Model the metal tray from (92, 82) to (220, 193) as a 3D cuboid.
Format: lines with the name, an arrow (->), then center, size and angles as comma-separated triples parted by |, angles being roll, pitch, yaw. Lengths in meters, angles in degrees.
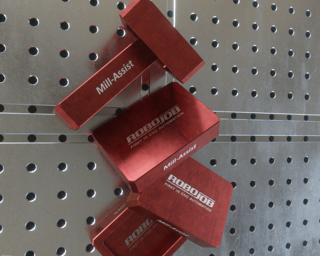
metal tray -> -0.004, 0.006, 0.379 | 0.131, 0.030, 0.090 | -34, 56, -17

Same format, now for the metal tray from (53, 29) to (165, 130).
metal tray -> -0.061, -0.052, 0.355 | 0.130, 0.090, 0.030 | -44, 104, -15

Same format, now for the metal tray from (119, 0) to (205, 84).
metal tray -> -0.002, -0.100, 0.354 | 0.030, 0.130, 0.090 | -43, 105, 6

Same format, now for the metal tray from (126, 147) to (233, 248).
metal tray -> 0.031, 0.086, 0.401 | 0.130, 0.030, 0.090 | 34, 58, -20

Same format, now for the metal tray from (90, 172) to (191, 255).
metal tray -> -0.013, 0.128, 0.405 | 0.130, 0.030, 0.090 | -41, 103, -15
